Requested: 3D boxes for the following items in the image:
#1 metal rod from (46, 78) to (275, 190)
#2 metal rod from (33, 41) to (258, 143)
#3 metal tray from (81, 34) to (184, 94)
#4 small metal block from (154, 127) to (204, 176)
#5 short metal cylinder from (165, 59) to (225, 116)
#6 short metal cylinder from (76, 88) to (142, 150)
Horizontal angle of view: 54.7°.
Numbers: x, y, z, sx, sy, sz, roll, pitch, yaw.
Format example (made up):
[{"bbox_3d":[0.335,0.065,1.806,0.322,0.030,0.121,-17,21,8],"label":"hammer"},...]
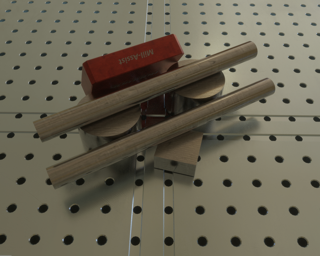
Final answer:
[{"bbox_3d":[0.016,-0.002,0.375,0.302,0.025,0.025,-23,54,-19],"label":"metal rod"},{"bbox_3d":[-0.002,-0.053,0.385,0.302,0.025,0.025,-24,54,-19],"label":"metal rod"},{"bbox_3d":[-0.041,-0.081,0.431,0.131,0.090,0.030,-23,86,-19],"label":"metal tray"},{"bbox_3d":[0.024,0.027,0.384,0.050,0.025,0.050,12,51,9],"label":"small metal block"},{"bbox_3d":[0.047,-0.052,0.436,0.081,0.050,0.080,0,50,0],"label":"short metal cylinder"},{"bbox_3d":[-0.063,-0.005,0.395,0.081,0.050,0.080,0,50,0],"label":"short metal cylinder"}]
